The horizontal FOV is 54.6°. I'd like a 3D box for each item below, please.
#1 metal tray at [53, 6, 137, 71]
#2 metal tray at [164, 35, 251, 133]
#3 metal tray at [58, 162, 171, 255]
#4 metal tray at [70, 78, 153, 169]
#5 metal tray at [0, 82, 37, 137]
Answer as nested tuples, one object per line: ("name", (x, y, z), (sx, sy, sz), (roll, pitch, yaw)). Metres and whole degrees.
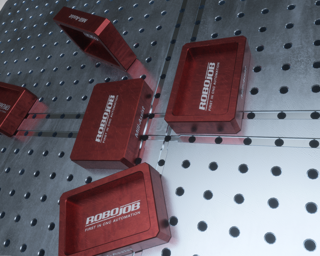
("metal tray", (-0.109, -0.149, 0.516), (0.130, 0.090, 0.030), (29, 78, 37))
("metal tray", (0.064, -0.057, 0.406), (0.090, 0.030, 0.130), (0, 62, 28))
("metal tray", (-0.059, 0.105, 0.372), (0.130, 0.030, 0.090), (-22, 53, 15))
("metal tray", (-0.068, -0.007, 0.446), (0.090, 0.030, 0.130), (-2, 60, 27))
("metal tray", (-0.306, -0.041, 0.592), (0.130, 0.030, 0.090), (15, 69, 34))
